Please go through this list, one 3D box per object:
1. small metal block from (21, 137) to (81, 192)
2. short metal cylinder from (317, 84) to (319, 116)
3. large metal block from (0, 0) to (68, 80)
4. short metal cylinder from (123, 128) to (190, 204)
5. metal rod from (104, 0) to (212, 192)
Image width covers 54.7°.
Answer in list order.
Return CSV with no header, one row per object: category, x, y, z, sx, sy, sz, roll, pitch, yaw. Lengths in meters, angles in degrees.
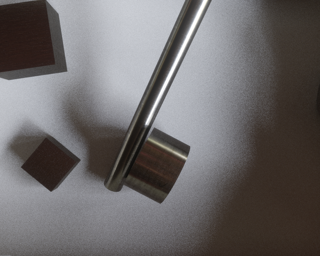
small metal block,-0.143,0.047,0.410,0.050,0.025,0.050,40,90,-1
short metal cylinder,0.242,-0.043,0.387,0.050,0.080,0.080,9,90,-1
large metal block,-0.172,-0.110,0.397,0.081,0.050,0.080,-9,90,-1
short metal cylinder,-0.004,0.046,0.384,0.050,0.080,0.080,28,90,-1
metal rod,-0.002,-0.048,0.359,0.025,0.025,0.298,26,111,-1
